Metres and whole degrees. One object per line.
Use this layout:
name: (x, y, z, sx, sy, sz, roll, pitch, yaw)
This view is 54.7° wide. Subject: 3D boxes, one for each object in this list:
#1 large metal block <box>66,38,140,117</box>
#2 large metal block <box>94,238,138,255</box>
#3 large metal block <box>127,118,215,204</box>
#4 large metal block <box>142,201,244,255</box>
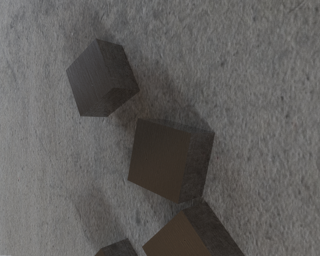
large metal block: (-0.086, -0.070, 0.457, 0.080, 0.050, 0.080, -33, 70, 34)
large metal block: (-0.064, 0.219, 0.439, 0.080, 0.050, 0.080, -52, 60, 27)
large metal block: (0.012, 0.035, 0.377, 0.080, 0.050, 0.079, 16, 100, 38)
large metal block: (0.038, 0.145, 0.356, 0.080, 0.050, 0.080, -50, 61, 28)
